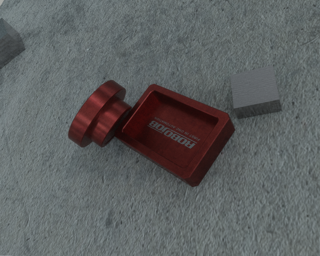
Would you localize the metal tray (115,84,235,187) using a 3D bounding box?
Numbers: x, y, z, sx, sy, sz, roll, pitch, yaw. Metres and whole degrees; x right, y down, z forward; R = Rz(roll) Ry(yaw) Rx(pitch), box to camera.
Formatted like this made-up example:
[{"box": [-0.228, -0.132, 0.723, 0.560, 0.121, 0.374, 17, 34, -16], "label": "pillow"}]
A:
[{"box": [0.015, 0.004, 0.390, 0.130, 0.030, 0.090, 28, 77, 37], "label": "metal tray"}]

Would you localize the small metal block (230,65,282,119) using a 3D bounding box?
[{"box": [0.114, -0.042, 0.370, 0.050, 0.025, 0.050, -11, 57, 22], "label": "small metal block"}]

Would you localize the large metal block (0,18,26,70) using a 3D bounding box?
[{"box": [-0.357, -0.186, 0.690, 0.080, 0.050, 0.080, -38, 51, 2], "label": "large metal block"}]

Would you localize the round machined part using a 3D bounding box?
[{"box": [-0.074, -0.013, 0.417, 0.042, 0.098, 0.098, 36, 80, 2], "label": "round machined part"}]
